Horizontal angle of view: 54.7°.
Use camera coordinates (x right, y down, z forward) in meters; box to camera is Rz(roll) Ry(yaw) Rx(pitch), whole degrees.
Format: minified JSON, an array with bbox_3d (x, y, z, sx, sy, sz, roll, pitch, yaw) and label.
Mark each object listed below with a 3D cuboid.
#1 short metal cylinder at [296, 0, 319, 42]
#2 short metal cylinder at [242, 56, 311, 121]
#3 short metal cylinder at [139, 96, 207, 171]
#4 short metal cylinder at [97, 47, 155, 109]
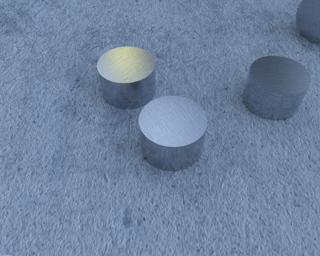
[{"bbox_3d":[0.285,-0.194,0.532,0.050,0.080,0.080,-24,54,-19],"label":"short metal cylinder"},{"bbox_3d":[0.162,-0.057,0.436,0.080,0.050,0.080,0,50,0],"label":"short metal cylinder"},{"bbox_3d":[0.015,0.006,0.382,0.080,0.050,0.080,0,50,0],"label":"short metal cylinder"},{"bbox_3d":[-0.047,-0.073,0.448,0.080,0.050,0.080,0,50,0],"label":"short metal cylinder"}]
